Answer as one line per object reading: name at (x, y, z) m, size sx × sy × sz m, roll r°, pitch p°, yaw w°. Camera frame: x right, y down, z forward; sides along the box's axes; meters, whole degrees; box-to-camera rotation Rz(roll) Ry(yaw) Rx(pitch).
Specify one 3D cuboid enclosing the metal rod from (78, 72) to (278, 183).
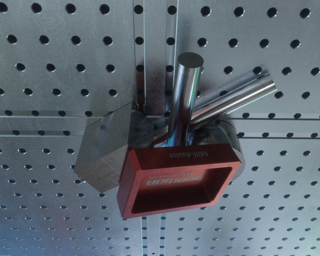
metal rod at (0.009, 0.008, 0.419) m, size 0.300 × 0.025 × 0.025 m, roll -27°, pitch 126°, yaw 20°

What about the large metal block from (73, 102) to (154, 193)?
large metal block at (-0.055, 0.025, 0.395) m, size 0.080 × 0.080 × 0.050 m, roll -27°, pitch 125°, yaw 21°

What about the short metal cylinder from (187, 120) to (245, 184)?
short metal cylinder at (0.071, 0.035, 0.425) m, size 0.081 × 0.050 × 0.079 m, roll 0°, pitch 130°, yaw 0°

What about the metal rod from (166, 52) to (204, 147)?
metal rod at (0.019, 0.031, 0.409) m, size 0.025 × 0.025 × 0.298 m, roll 3°, pitch 140°, yaw -3°

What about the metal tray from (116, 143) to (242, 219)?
metal tray at (0.021, 0.062, 0.369) m, size 0.131 × 0.030 × 0.089 m, roll -2°, pitch 133°, yaw -24°
